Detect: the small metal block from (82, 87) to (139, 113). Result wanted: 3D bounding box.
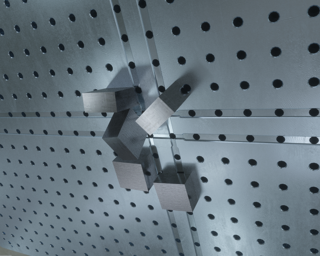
[{"bbox_3d":[-0.063,-0.037,0.403,0.050,0.050,0.025,1,104,28],"label":"small metal block"}]

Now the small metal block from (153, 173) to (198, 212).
[{"bbox_3d":[0.024,0.094,0.458,0.050,0.025,0.050,-3,117,29],"label":"small metal block"}]

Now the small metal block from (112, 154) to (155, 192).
[{"bbox_3d":[-0.039,0.067,0.474,0.050,0.025,0.050,2,120,27],"label":"small metal block"}]

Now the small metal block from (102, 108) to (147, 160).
[{"bbox_3d":[-0.044,0.008,0.414,0.025,0.050,0.050,-6,138,31],"label":"small metal block"}]

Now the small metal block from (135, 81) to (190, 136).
[{"bbox_3d":[0.004,-0.025,0.378,0.025,0.050,0.050,45,129,-3],"label":"small metal block"}]
